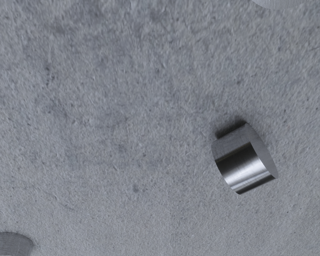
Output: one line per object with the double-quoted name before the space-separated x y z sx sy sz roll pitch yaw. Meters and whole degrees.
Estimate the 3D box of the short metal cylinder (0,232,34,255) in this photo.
"short metal cylinder" -0.292 0.243 0.594 0.081 0.050 0.079 0 130 0

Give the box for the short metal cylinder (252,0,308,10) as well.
"short metal cylinder" 0.103 -0.150 0.265 0.081 0.050 0.079 0 130 0

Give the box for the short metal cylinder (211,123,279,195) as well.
"short metal cylinder" 0.112 0.041 0.408 0.050 0.080 0.080 -32 123 24
